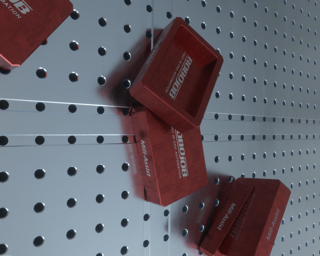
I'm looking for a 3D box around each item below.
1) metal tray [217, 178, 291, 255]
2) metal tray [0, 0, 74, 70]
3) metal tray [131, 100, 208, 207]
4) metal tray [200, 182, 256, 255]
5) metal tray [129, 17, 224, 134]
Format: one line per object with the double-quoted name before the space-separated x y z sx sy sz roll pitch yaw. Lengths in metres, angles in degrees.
"metal tray" 0.137 0.141 0.477 0.030 0.090 0.130 40 65 -22
"metal tray" -0.155 -0.128 0.275 0.130 0.030 0.090 47 62 -30
"metal tray" 0.016 0.028 0.418 0.091 0.030 0.129 -16 101 -39
"metal tray" 0.129 0.165 0.502 0.090 0.030 0.130 48 69 -31
"metal tray" 0.027 -0.070 0.398 0.090 0.030 0.130 37 56 -20
